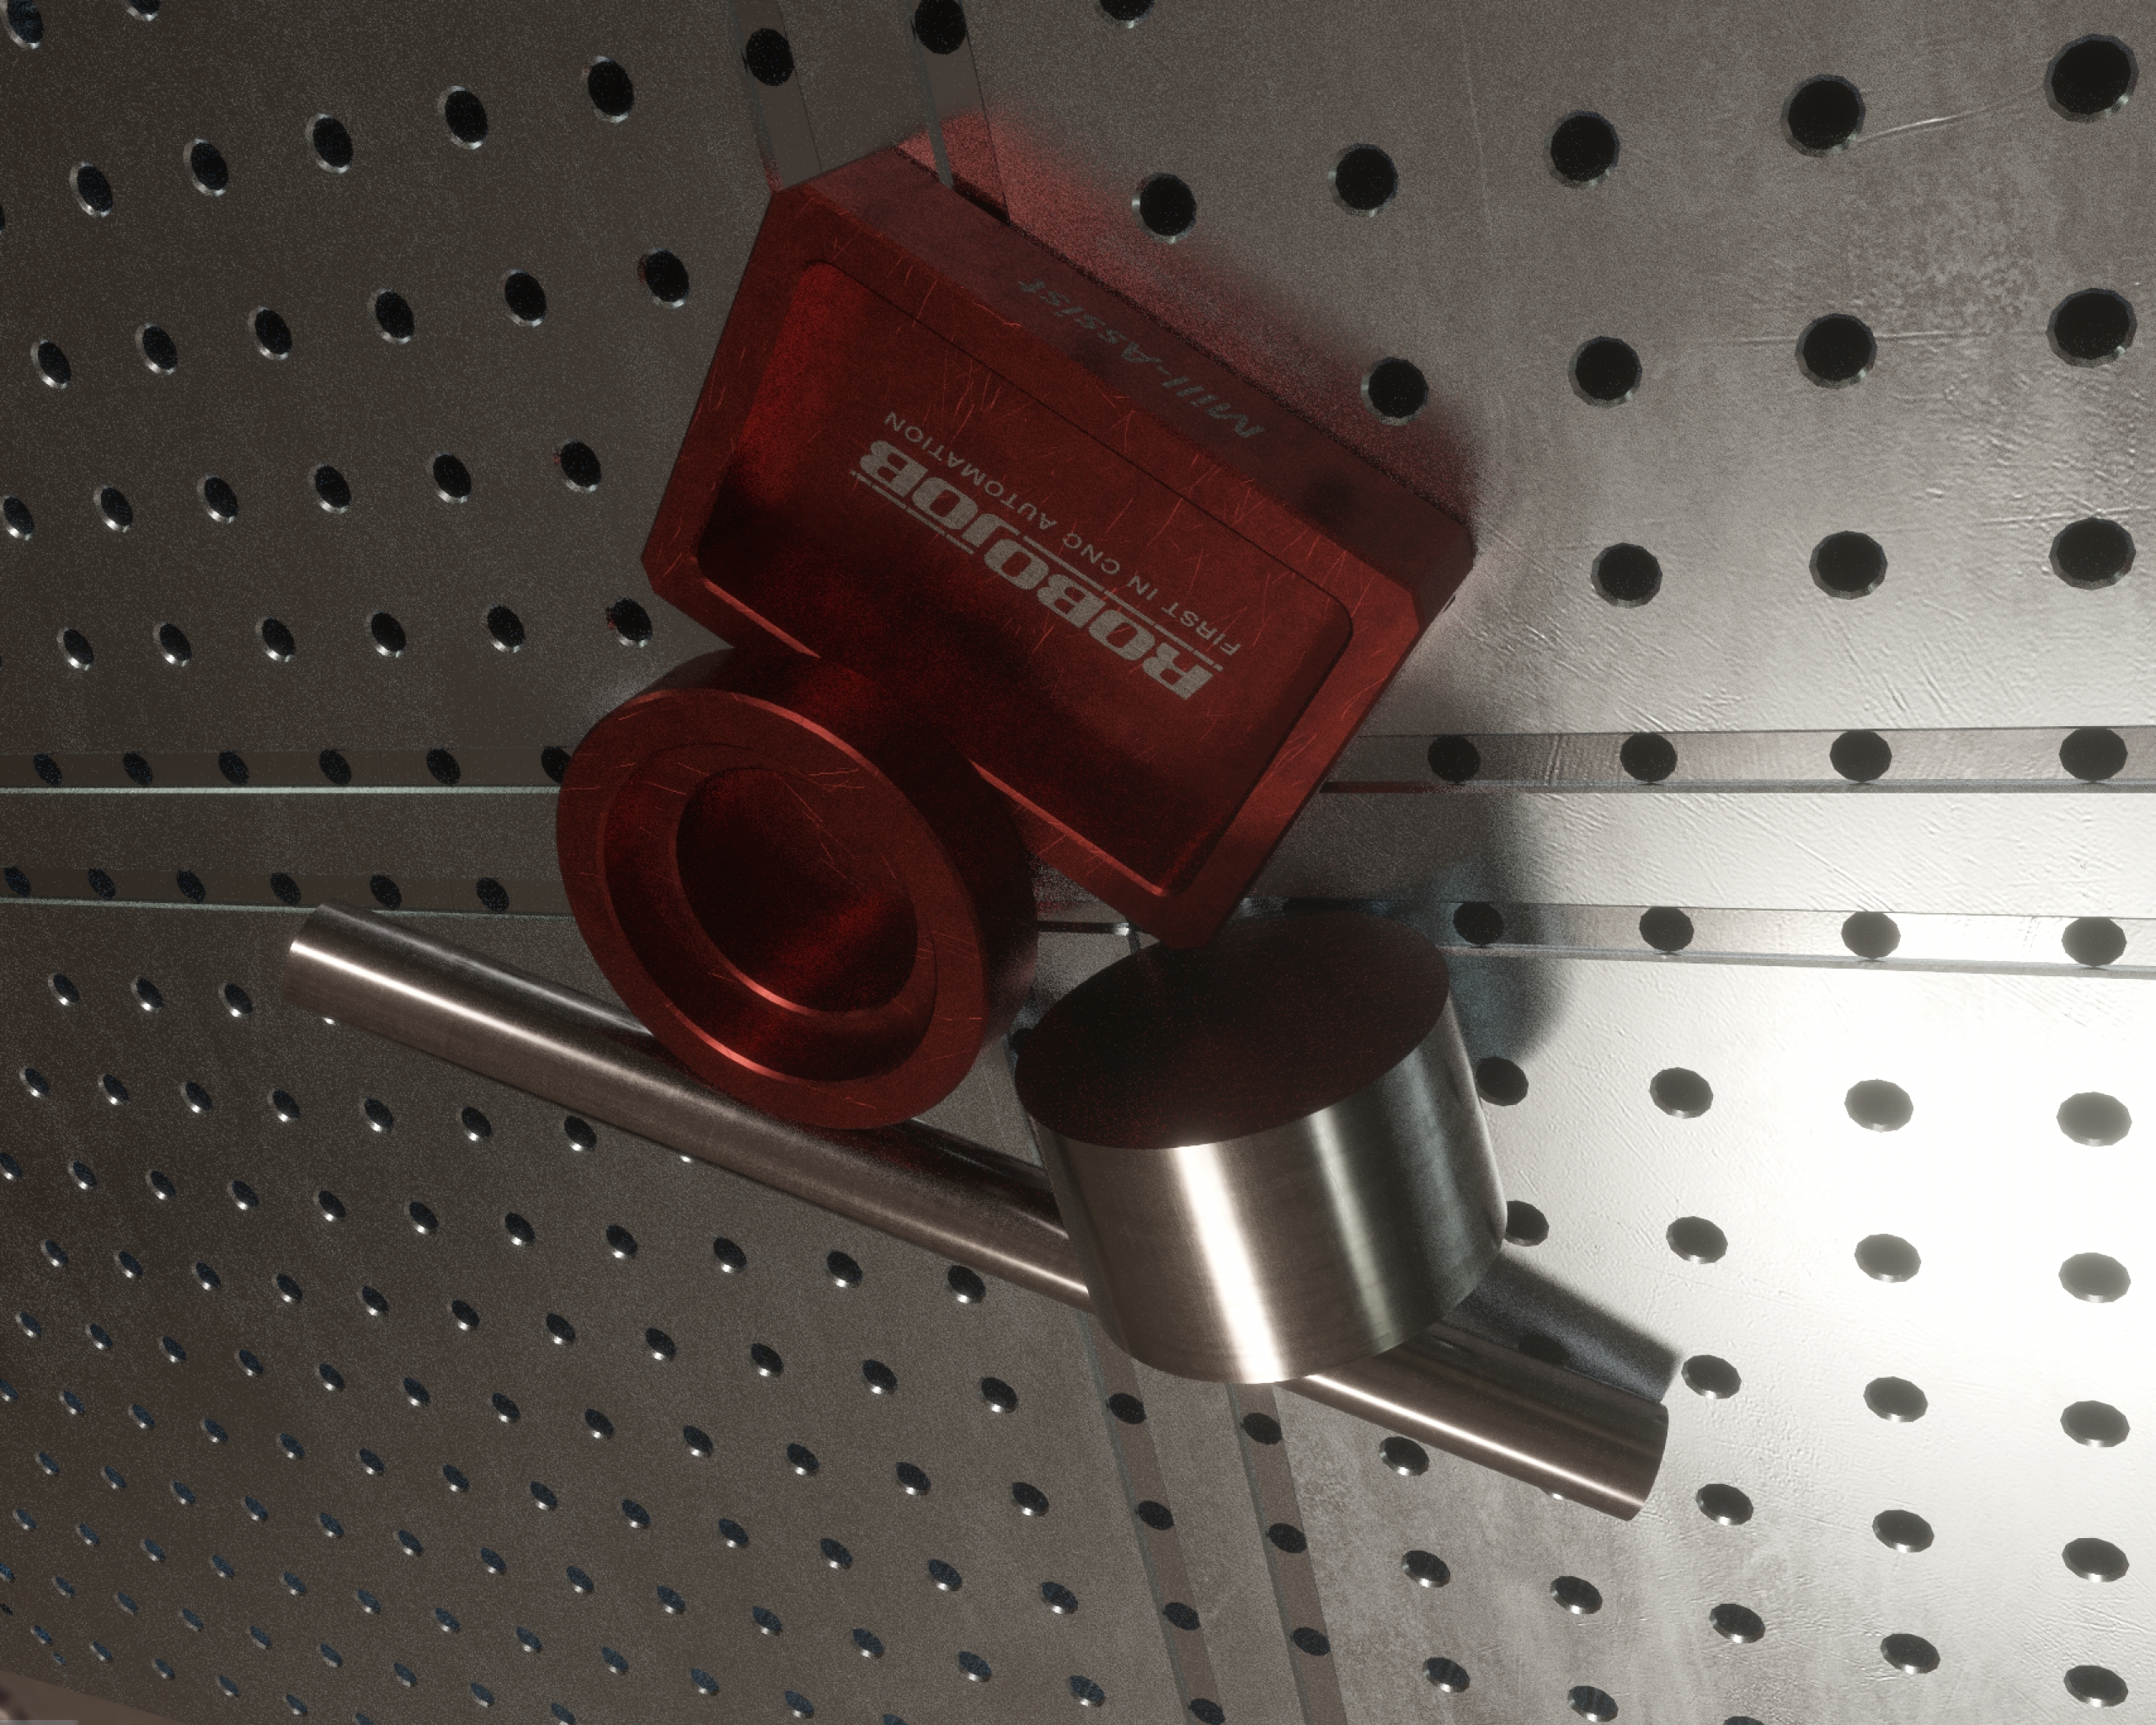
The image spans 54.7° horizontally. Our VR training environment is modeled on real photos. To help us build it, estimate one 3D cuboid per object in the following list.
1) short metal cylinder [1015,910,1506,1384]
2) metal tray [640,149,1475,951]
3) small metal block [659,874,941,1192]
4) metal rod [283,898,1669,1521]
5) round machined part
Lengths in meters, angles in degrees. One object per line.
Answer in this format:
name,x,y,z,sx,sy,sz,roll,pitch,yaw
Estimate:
short metal cylinder,0.034,0.050,0.386,0.080,0.080,0.050,-4,117,29
metal tray,-0.008,-0.054,0.376,0.130,0.030,0.089,35,128,5
small metal block,-0.063,0.038,0.466,0.050,0.025,0.050,25,127,12
metal rod,-0.025,0.071,0.440,0.301,0.025,0.025,20,127,5
round machined part,-0.051,0.001,0.416,0.098,0.042,0.097,14,125,22
